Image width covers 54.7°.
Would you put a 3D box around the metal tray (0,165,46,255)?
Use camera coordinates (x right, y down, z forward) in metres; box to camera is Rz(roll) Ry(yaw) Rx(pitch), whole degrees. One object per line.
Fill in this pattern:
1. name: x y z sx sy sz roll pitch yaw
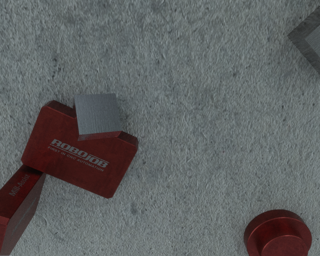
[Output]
1. metal tray: -0.187 0.108 0.391 0.030 0.130 0.089 20 109 -7

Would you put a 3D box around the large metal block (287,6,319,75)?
1. large metal block: 0.214 -0.106 0.360 0.080 0.050 0.080 43 104 -15

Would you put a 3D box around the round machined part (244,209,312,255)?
1. round machined part: 0.181 0.176 0.468 0.099 0.042 0.097 0 110 -1

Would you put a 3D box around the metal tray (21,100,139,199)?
1. metal tray: -0.106 0.030 0.417 0.131 0.030 0.089 25 108 -10

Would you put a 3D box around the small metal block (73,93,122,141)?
1. small metal block: -0.078 -0.014 0.382 0.050 0.025 0.050 -5 73 -22
